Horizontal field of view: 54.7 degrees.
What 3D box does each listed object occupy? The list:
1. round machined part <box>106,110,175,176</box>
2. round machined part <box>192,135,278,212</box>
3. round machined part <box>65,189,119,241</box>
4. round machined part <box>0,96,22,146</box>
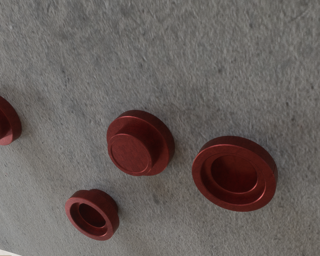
[{"bbox_3d":[-0.033,0.028,0.429,0.098,0.042,0.097,13,124,20],"label":"round machined part"},{"bbox_3d":[0.092,0.051,0.378,0.098,0.042,0.097,13,124,20],"label":"round machined part"},{"bbox_3d":[-0.113,0.147,0.544,0.098,0.042,0.097,13,124,20],"label":"round machined part"},{"bbox_3d":[-0.297,-0.010,0.543,0.098,0.042,0.097,13,124,20],"label":"round machined part"}]
